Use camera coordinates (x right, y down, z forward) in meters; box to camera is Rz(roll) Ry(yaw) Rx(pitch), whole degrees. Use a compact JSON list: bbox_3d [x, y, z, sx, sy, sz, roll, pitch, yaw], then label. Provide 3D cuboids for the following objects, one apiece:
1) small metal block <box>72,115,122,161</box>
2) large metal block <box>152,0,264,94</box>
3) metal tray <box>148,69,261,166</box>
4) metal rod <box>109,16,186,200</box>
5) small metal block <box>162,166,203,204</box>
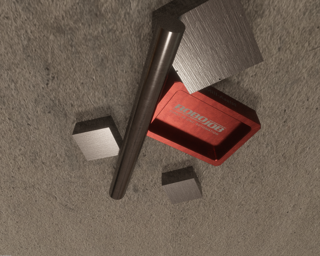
[{"bbox_3d":[-0.082,0.014,0.418,0.050,0.025,0.050,-12,130,9],"label":"small metal block"},{"bbox_3d":[0.047,-0.093,0.312,0.080,0.050,0.080,-23,127,18],"label":"large metal block"},{"bbox_3d":[0.050,-0.009,0.397,0.131,0.030,0.090,25,126,-21],"label":"metal tray"},{"bbox_3d":[-0.029,0.006,0.369,0.025,0.025,0.298,11,138,-10],"label":"metal rod"},{"bbox_3d":[0.035,0.090,0.485,0.050,0.025,0.050,-16,129,12],"label":"small metal block"}]
